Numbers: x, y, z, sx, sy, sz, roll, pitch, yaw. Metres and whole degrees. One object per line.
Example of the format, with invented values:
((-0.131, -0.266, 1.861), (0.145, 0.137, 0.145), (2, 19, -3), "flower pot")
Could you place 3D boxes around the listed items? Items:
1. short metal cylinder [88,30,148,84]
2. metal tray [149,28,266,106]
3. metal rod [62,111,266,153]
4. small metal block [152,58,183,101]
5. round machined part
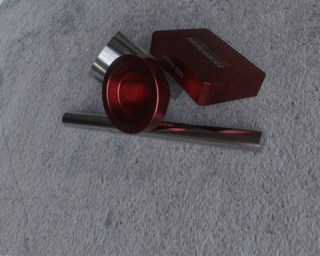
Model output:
((-0.061, -0.095, 0.454), (0.080, 0.050, 0.080), (-51, 11, 15), "short metal cylinder")
((0.055, -0.083, 0.391), (0.091, 0.030, 0.130), (-12, 46, -27), "metal tray")
((-0.017, 0.001, 0.414), (0.300, 0.025, 0.025), (6, 65, 31), "metal rod")
((0.001, -0.069, 0.429), (0.050, 0.050, 0.025), (26, 76, 37), "small metal block")
((-0.026, -0.043, 0.394), (0.098, 0.042, 0.097), (7, 101, 39), "round machined part")
